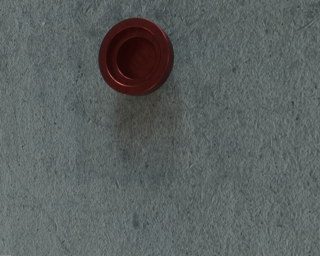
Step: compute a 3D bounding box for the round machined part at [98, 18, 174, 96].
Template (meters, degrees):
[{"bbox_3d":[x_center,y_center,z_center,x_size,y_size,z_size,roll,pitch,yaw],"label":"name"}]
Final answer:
[{"bbox_3d":[-0.028,-0.090,0.410,0.098,0.042,0.097,0,90,20],"label":"round machined part"}]
